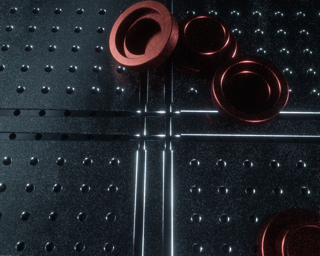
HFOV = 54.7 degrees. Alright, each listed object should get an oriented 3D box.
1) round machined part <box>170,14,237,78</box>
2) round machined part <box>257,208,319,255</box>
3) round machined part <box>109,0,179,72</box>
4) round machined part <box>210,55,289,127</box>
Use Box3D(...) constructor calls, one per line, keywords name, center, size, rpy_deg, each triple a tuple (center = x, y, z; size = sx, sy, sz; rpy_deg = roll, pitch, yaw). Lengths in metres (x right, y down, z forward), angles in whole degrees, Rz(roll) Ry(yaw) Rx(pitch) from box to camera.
Box3D(name="round machined part", center=(0.062, -0.125, 0.449), size=(0.099, 0.042, 0.098), rpy_deg=(0, 70, -1))
Box3D(name="round machined part", center=(0.166, 0.142, 0.353), size=(0.099, 0.042, 0.098), rpy_deg=(0, 70, -1))
Box3D(name="round machined part", center=(-0.019, -0.123, 0.434), size=(0.098, 0.042, 0.098), rpy_deg=(-7, 73, 25))
Box3D(name="round machined part", center=(0.118, -0.047, 0.421), size=(0.099, 0.042, 0.098), rpy_deg=(0, 70, -1))
